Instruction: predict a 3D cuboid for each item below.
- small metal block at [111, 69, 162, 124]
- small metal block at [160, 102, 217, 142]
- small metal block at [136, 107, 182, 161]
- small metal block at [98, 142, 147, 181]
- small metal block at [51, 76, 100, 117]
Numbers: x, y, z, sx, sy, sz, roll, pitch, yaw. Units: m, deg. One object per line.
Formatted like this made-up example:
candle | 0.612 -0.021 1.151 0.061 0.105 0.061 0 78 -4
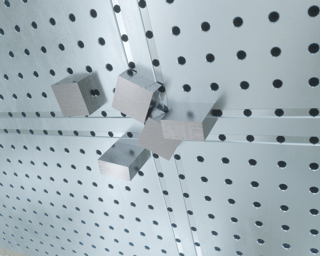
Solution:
small metal block | -0.031 -0.041 0.403 0.050 0.025 0.050 28 128 11
small metal block | 0.036 -0.009 0.371 0.050 0.050 0.025 4 120 26
small metal block | 0.003 0.008 0.411 0.050 0.025 0.050 28 129 1
small metal block | -0.054 0.048 0.454 0.050 0.050 0.025 11 123 22
small metal block | -0.122 -0.045 0.449 0.050 0.025 0.050 -2 118 29
